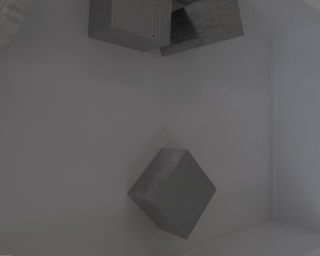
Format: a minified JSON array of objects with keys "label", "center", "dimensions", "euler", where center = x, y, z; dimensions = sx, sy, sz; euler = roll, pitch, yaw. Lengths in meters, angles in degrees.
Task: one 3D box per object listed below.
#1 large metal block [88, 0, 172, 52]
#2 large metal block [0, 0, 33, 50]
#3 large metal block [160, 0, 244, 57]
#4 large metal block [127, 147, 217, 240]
[{"label":"large metal block","center":[-0.033,-0.141,0.362],"dimensions":[0.081,0.050,0.080],"euler":[4,87,-40]},{"label":"large metal block","center":[-0.151,-0.113,0.230],"dimensions":[0.080,0.080,0.050],"euler":[13,126,-46]},{"label":"large metal block","center":[0.051,-0.134,0.413],"dimensions":[0.081,0.080,0.050],"euler":[-24,106,-37]},{"label":"large metal block","center":[0.018,0.083,0.405],"dimensions":[0.080,0.050,0.080],"euler":[-52,121,-27]}]
